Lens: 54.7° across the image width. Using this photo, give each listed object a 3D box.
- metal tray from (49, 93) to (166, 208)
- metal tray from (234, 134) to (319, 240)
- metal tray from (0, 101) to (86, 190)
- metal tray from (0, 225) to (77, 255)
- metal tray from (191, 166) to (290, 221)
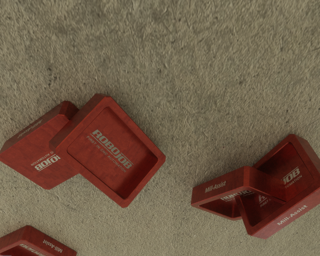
[{"bbox_3d":[-0.061,0.031,0.395,0.090,0.030,0.130,-50,124,-14],"label":"metal tray"},{"bbox_3d":[0.164,0.082,0.430,0.030,0.090,0.129,22,125,-26],"label":"metal tray"},{"bbox_3d":[-0.143,0.029,0.427,0.130,0.030,0.090,-29,125,22],"label":"metal tray"},{"bbox_3d":[-0.243,0.247,0.611,0.090,0.030,0.130,-28,125,21],"label":"metal tray"},{"bbox_3d":[0.119,0.102,0.463,0.090,0.030,0.129,24,146,-20],"label":"metal tray"}]
